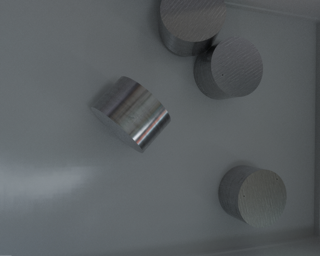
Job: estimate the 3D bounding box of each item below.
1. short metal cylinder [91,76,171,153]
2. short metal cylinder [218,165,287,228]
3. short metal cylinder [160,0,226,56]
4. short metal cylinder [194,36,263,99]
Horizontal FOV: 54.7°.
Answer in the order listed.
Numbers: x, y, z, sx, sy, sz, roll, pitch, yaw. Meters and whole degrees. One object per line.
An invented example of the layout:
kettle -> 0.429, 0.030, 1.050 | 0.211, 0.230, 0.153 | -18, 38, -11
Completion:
short metal cylinder -> -0.034, -0.015, 0.369 | 0.080, 0.080, 0.050 | 44, 76, -15
short metal cylinder -> 0.132, 0.096, 0.446 | 0.081, 0.050, 0.080 | 0, 90, -20
short metal cylinder -> 0.040, -0.139, 0.399 | 0.081, 0.050, 0.080 | 0, 83, -2
short metal cylinder -> 0.094, -0.081, 0.432 | 0.081, 0.050, 0.080 | 0, 90, -20
